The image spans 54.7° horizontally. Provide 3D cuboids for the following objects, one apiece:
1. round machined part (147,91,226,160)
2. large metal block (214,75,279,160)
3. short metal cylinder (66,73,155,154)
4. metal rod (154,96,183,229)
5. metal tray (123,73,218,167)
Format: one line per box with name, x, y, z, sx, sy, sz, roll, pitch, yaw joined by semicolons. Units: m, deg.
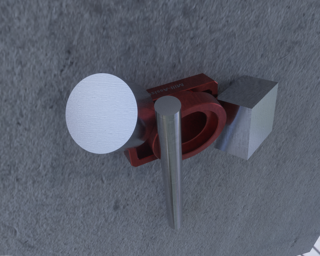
round machined part;0.028;-0.006;0.379;0.099;0.042;0.097;-19;142;-16
large metal block;0.118;-0.017;0.427;0.080;0.050;0.079;-38;135;-38
short metal cylinder;-0.051;-0.014;0.329;0.080;0.080;0.050;-55;164;11
metal rod;0.017;0.069;0.405;0.025;0.025;0.299;-25;145;-14
metal tray;0.013;-0.011;0.407;0.131;0.030;0.089;-19;126;-18
